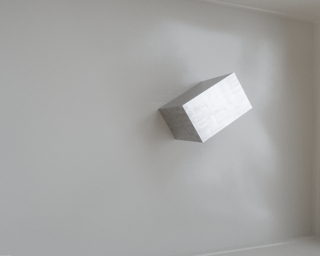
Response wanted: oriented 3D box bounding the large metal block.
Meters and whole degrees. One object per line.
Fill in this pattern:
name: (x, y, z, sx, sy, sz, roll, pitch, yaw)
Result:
large metal block: (0.056, -0.025, 0.403, 0.080, 0.080, 0.050, -33, 101, -17)
